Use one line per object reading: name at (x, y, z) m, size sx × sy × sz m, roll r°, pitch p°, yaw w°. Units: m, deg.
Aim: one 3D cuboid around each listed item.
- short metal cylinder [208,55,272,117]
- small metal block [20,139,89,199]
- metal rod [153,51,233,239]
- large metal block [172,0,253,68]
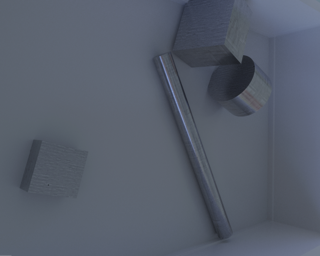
short metal cylinder at (0.122, -0.064, 0.476) m, size 0.050 × 0.080 × 0.080 m, roll 32°, pitch 70°, yaw -36°
small metal block at (-0.108, 0.042, 0.318) m, size 0.050 × 0.025 × 0.050 m, roll 20°, pitch 78°, yaw -39°
metal rod at (0.054, 0.036, 0.453) m, size 0.025 × 0.025 × 0.298 m, roll -33°, pitch 111°, yaw -35°
large metal block at (0.073, -0.134, 0.429) m, size 0.050 × 0.080 × 0.080 m, roll 29°, pitch 72°, yaw -47°
